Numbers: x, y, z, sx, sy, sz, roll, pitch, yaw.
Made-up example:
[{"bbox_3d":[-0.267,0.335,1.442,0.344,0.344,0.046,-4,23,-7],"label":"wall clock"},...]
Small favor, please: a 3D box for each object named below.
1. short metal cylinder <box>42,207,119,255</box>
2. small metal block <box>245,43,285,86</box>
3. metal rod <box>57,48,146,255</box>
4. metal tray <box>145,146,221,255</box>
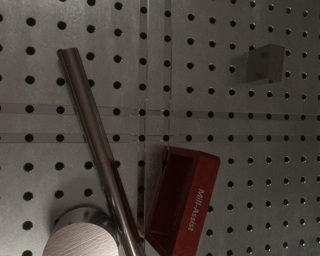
[{"bbox_3d":[-0.089,0.139,0.359,0.081,0.050,0.079,-1,94,-9],"label":"short metal cylinder"},{"bbox_3d":[0.154,-0.092,0.458,0.025,0.050,0.050,8,88,-20],"label":"small metal block"},{"bbox_3d":[-0.067,0.049,0.388,0.025,0.025,0.298,-19,97,-19],"label":"metal rod"},{"bbox_3d":[0.025,0.091,0.388,0.030,0.090,0.129,18,84,-20],"label":"metal tray"}]
